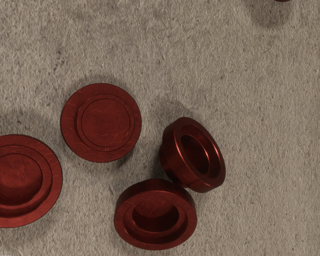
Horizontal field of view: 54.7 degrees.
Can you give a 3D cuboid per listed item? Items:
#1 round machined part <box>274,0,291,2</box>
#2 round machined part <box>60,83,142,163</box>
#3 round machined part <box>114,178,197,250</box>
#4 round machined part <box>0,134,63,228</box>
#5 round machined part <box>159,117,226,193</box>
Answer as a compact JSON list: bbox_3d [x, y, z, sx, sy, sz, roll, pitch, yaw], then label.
[{"bbox_3d":[0.179,-0.239,0.468,0.099,0.042,0.097,0,90,-21],"label":"round machined part"},{"bbox_3d":[-0.069,-0.006,0.375,0.099,0.042,0.097,0,90,-21],"label":"round machined part"},{"bbox_3d":[-0.005,0.102,0.383,0.099,0.042,0.097,0,119,-1],"label":"round machined part"},{"bbox_3d":[-0.160,0.055,0.341,0.099,0.042,0.097,0,90,-21],"label":"round machined part"},{"bbox_3d":[0.037,0.038,0.397,0.098,0.042,0.098,34,38,-31],"label":"round machined part"}]
